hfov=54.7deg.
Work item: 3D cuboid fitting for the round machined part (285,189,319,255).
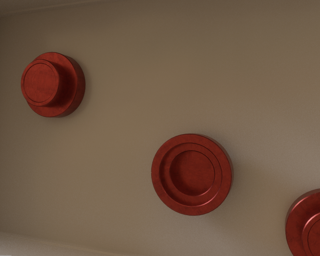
[{"bbox_3d":[0.189,0.117,0.335,0.098,0.042,0.097,0,90,20],"label":"round machined part"}]

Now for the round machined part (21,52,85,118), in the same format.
[{"bbox_3d":[-0.165,-0.065,0.460,0.098,0.042,0.097,0,90,20],"label":"round machined part"}]

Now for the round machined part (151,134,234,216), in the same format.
[{"bbox_3d":[0.042,0.055,0.386,0.098,0.042,0.097,0,90,20],"label":"round machined part"}]
